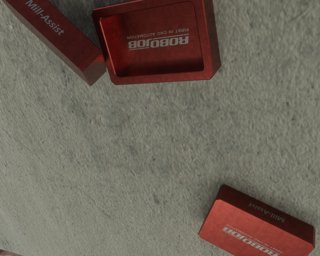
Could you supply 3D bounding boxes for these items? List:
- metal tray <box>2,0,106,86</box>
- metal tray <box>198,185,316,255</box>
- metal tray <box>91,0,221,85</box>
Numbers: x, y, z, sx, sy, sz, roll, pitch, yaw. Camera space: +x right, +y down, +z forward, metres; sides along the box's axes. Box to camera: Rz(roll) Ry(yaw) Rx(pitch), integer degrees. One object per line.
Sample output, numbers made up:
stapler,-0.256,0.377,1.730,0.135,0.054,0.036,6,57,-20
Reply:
metal tray,-0.123,-0.111,0.362,0.130,0.030,0.090,43,173,-2
metal tray,0.128,0.143,0.424,0.130,0.030,0.089,25,127,12
metal tray,-0.005,-0.097,0.344,0.130,0.030,0.089,1,119,27
